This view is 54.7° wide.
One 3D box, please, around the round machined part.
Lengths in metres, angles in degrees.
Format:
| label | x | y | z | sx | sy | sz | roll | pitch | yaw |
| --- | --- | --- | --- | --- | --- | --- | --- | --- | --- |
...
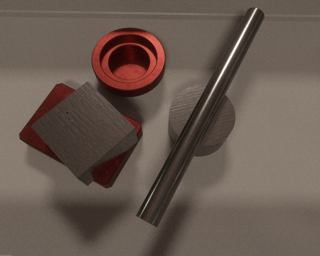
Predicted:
| label | x | y | z | sx | sy | sz | roll | pitch | yaw |
| --- | --- | --- | --- | --- | --- | --- | --- | --- | --- |
| round machined part | -0.042 | -0.087 | 0.432 | 0.099 | 0.042 | 0.098 | 0 | 70 | -1 |

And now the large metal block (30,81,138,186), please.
| label | x | y | z | sx | sy | sz | roll | pitch | yaw |
| --- | --- | --- | --- | --- | --- | --- | --- | --- | --- |
| large metal block | -0.084 | 0.007 | 0.360 | 0.080 | 0.050 | 0.080 | -42 | 76 | -14 |

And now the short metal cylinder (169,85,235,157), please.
| label | x | y | z | sx | sy | sz | roll | pitch | yaw |
| --- | --- | --- | --- | --- | --- | --- | --- | --- | --- |
| short metal cylinder | 0.051 | -0.008 | 0.400 | 0.081 | 0.050 | 0.080 | 0 | 70 | 0 |

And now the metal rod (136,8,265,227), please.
| label | x | y | z | sx | sy | sz | roll | pitch | yaw |
| --- | --- | --- | --- | --- | --- | --- | --- | --- | --- |
| metal rod | 0.057 | -0.027 | 0.367 | 0.025 | 0.025 | 0.300 | 27 | 72 | 9 |

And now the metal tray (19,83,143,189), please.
| label | x | y | z | sx | sy | sz | roll | pitch | yaw |
| --- | --- | --- | --- | --- | --- | --- | --- | --- | --- |
| metal tray | -0.100 | 0.008 | 0.403 | 0.130 | 0.030 | 0.090 | 27 | 72 | 9 |
